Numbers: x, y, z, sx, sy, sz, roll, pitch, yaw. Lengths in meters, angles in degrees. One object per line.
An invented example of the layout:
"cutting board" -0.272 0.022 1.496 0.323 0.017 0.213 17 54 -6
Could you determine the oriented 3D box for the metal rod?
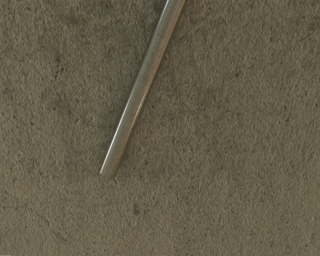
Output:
"metal rod" -0.016 -0.067 0.384 0.025 0.025 0.298 21 109 -8
